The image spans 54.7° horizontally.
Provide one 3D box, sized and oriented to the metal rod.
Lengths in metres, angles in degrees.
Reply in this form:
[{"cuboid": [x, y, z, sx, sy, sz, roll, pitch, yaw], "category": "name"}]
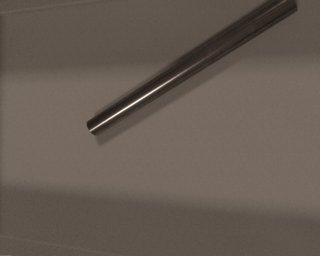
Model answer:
[{"cuboid": [0.028, -0.073, 0.400, 0.300, 0.025, 0.025, -30, 80, 17], "category": "metal rod"}]
